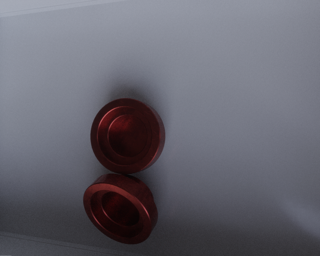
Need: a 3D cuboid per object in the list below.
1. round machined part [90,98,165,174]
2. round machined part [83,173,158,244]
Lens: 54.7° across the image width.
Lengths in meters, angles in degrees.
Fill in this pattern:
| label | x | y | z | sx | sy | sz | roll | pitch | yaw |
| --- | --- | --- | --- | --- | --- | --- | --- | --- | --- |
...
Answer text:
| label | x | y | z | sx | sy | sz | roll | pitch | yaw |
| --- | --- | --- | --- | --- | --- | --- | --- | --- | --- |
| round machined part | -0.039 | 0.011 | 0.414 | 0.098 | 0.042 | 0.097 | -1 | 88 | 19 |
| round machined part | -0.047 | 0.100 | 0.405 | 0.098 | 0.042 | 0.097 | 12 | 121 | 20 |
